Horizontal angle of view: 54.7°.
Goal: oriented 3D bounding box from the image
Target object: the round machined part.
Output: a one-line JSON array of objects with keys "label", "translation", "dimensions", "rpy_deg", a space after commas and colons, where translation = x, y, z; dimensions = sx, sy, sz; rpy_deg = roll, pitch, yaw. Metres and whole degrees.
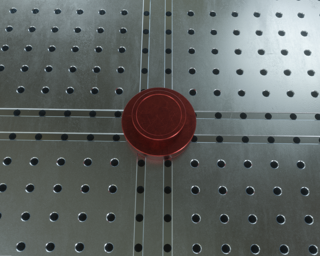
[{"label": "round machined part", "translation": [-0.001, -0.010, 0.406], "dimensions": [0.099, 0.042, 0.098], "rpy_deg": [0, 70, -1]}]
